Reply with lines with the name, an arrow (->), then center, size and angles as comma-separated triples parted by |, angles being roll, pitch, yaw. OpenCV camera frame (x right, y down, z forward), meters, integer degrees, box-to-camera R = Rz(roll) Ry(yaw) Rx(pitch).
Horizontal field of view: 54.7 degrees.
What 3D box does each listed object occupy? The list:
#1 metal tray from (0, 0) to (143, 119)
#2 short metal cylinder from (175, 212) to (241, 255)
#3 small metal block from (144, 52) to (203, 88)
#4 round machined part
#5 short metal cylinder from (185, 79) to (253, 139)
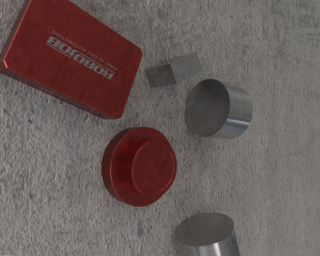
metal tray -> -0.087, -0.073, 0.328 | 0.131, 0.030, 0.090 | 27, 73, -37
short metal cylinder -> 0.066, 0.159, 0.424 | 0.081, 0.080, 0.050 | -23, 105, -38
small metal block -> 0.017, -0.075, 0.403 | 0.050, 0.050, 0.025 | -32, 110, -35
round machined part -> -0.018, 0.048, 0.379 | 0.099, 0.042, 0.097 | 0, 90, -40
short metal cylinder -> 0.082, -0.025, 0.437 | 0.050, 0.080, 0.080 | 7, 85, -40
